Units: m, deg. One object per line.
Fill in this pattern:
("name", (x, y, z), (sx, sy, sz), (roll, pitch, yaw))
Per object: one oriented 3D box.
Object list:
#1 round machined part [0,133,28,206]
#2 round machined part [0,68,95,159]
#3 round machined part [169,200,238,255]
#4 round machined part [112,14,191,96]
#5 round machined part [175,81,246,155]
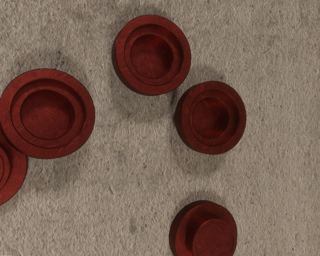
("round machined part", (-0.194, 0.041, 0.328), (0.099, 0.042, 0.097), (0, 90, -20))
("round machined part", (-0.127, -0.014, 0.347), (0.099, 0.042, 0.097), (5, 81, -30))
("round machined part", (0.065, 0.153, 0.426), (0.099, 0.042, 0.097), (0, 90, -21))
("round machined part", (-0.013, -0.089, 0.396), (0.099, 0.042, 0.097), (0, 90, -21))
("round machined part", (0.065, -0.014, 0.425), (0.099, 0.042, 0.097), (0, 90, -21))
